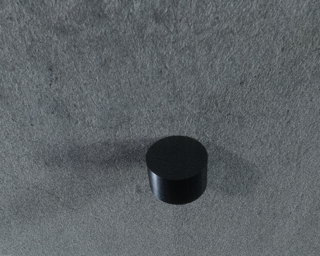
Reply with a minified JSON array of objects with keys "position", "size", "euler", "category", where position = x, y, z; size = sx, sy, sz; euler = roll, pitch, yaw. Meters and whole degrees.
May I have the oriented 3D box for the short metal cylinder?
[{"position":[0.024,0.055,0.418],"size":[0.080,0.080,0.050],"euler":[-3,130,2],"category":"short metal cylinder"}]
